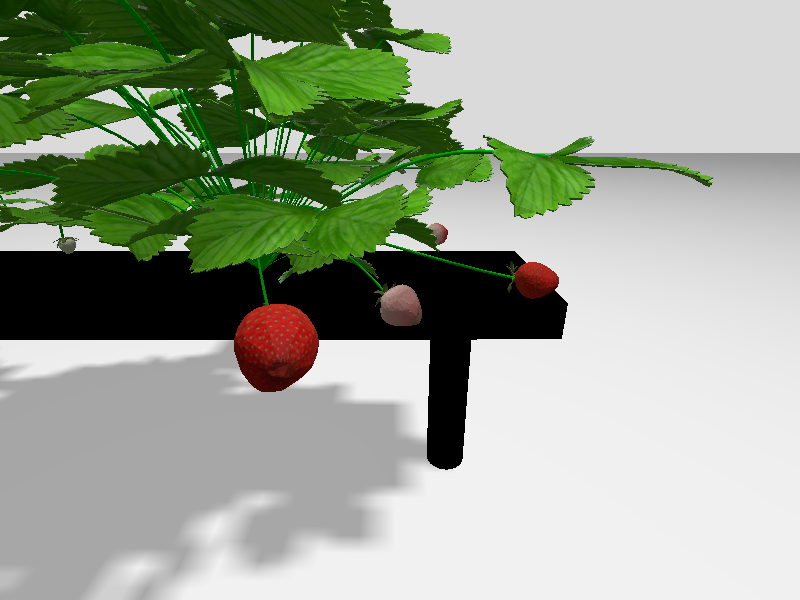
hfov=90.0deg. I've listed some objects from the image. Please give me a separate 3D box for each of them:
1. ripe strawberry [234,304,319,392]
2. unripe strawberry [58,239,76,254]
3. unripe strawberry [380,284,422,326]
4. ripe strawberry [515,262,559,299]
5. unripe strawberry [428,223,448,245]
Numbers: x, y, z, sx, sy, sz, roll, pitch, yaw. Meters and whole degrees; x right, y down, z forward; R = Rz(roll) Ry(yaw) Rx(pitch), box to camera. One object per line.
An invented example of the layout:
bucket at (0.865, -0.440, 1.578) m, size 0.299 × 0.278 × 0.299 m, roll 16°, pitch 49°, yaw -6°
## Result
ripe strawberry at (-0.057, 0.024, 0.189) m, size 0.039 × 0.041 × 0.042 m, roll -8°, pitch 24°, yaw -19°
unripe strawberry at (-0.334, -0.054, 0.403) m, size 0.016 × 0.015 × 0.014 m, roll 4°, pitch 22°, yaw 11°
unripe strawberry at (0.002, 0.005, 0.252) m, size 0.028 × 0.027 × 0.026 m, roll 34°, pitch 38°, yaw 31°
ripe strawberry at (0.101, -0.015, 0.297) m, size 0.031 × 0.027 × 0.031 m, roll 7°, pitch 23°, yaw 16°
unripe strawberry at (0.044, -0.076, 0.457) m, size 0.025 × 0.024 × 0.023 m, roll -12°, pitch 25°, yaw -29°
